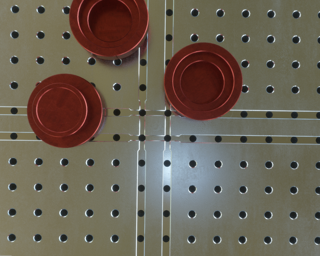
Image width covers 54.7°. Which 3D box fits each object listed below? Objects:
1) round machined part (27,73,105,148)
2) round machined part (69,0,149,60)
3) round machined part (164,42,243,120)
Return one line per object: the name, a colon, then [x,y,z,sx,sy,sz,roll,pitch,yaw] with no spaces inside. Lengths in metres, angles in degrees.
round machined part: [-0.125,-0.023,0.403,0.099,0.042,0.097,0,90,-1]
round machined part: [-0.063,-0.137,0.404,0.099,0.042,0.097,0,90,-1]
round machined part: [0.054,-0.058,0.406,0.099,0.042,0.097,0,90,-1]
